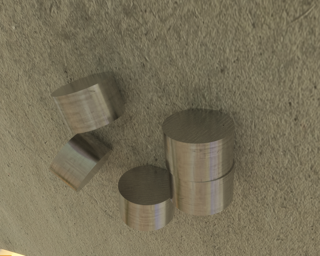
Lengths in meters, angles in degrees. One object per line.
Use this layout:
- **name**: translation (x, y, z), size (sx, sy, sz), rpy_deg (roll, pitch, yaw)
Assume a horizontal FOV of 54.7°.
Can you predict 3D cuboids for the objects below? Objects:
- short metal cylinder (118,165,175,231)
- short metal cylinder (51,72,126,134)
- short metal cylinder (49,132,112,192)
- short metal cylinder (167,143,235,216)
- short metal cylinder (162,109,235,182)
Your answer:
- **short metal cylinder**: translation (-0.018, 0.098, 0.442), size (0.080, 0.080, 0.050), rpy_deg (15, 124, 20)
- **short metal cylinder**: translation (-0.091, -0.034, 0.398), size (0.080, 0.080, 0.050), rpy_deg (-5, 116, 30)
- **short metal cylinder**: translation (-0.117, 0.049, 0.463), size (0.050, 0.080, 0.080), rpy_deg (38, 129, 2)
- **short metal cylinder**: translation (0.050, 0.061, 0.382), size (0.080, 0.080, 0.050), rpy_deg (9, 122, 24)
- **short metal cylinder**: translation (0.044, 0.017, 0.359), size (0.080, 0.080, 0.050), rpy_deg (9, 122, 23)
